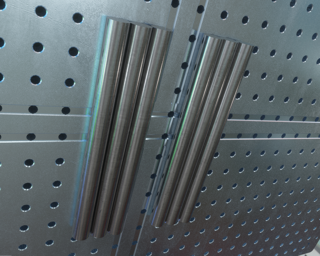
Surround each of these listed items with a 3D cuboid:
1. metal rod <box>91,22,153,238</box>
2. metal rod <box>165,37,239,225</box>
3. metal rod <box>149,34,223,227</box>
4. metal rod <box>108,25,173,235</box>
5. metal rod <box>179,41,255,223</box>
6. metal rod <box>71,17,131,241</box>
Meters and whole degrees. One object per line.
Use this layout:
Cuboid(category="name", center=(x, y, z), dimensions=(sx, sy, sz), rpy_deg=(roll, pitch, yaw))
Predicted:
Cuboid(category="metal rod", center=(-0.055, 0.021, 0.392), dimensions=(0.025, 0.025, 0.298), rpy_deg=(1, 118, -29))
Cuboid(category="metal rod", center=(0.052, 0.020, 0.450), dimensions=(0.025, 0.025, 0.298), rpy_deg=(1, 118, -29))
Cuboid(category="metal rod", center=(0.030, 0.020, 0.438), dimensions=(0.025, 0.025, 0.298), rpy_deg=(1, 118, -29))
Cuboid(category="metal rod", center=(-0.033, 0.021, 0.404), dimensions=(0.025, 0.025, 0.298), rpy_deg=(1, 118, -29))
Cuboid(category="metal rod", center=(0.075, 0.021, 0.463), dimensions=(0.025, 0.025, 0.298), rpy_deg=(1, 118, -29))
Cuboid(category="metal rod", center=(-0.078, 0.020, 0.380), dimensions=(0.025, 0.025, 0.298), rpy_deg=(1, 118, -29))
